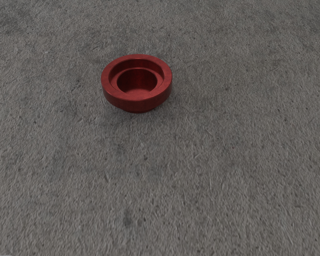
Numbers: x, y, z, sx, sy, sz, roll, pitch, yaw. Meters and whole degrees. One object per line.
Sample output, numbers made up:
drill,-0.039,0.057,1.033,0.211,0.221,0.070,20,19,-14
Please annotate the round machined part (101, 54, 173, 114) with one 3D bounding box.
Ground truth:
round machined part,-0.032,-0.059,0.442,0.099,0.042,0.098,0,50,0
